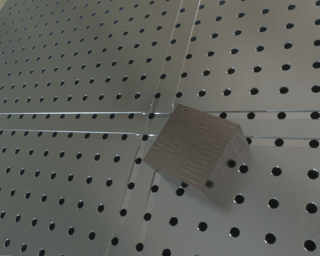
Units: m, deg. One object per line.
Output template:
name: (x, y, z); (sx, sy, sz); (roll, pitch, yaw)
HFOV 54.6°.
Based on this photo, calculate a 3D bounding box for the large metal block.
large metal block: (0.042, 0.028, 0.354); (0.080, 0.050, 0.080); (23, 74, 36)
